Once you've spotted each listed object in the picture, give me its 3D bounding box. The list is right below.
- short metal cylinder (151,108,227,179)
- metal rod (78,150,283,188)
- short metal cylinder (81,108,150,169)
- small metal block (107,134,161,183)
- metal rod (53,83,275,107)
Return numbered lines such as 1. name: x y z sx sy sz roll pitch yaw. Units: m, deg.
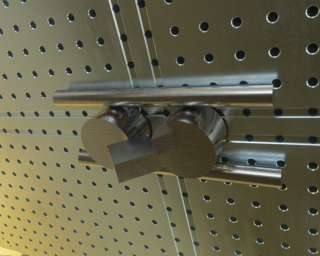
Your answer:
1. short metal cylinder: 0.036 0.015 0.381 0.080 0.050 0.079 13 124 21
2. metal rod: 0.010 0.053 0.434 0.301 0.025 0.025 2 120 27
3. short metal cylinder: -0.061 0.011 0.429 0.080 0.050 0.079 13 124 21
4. small metal block: -0.032 0.035 0.369 0.050 0.050 0.025 -16 116 -12
5. metal rod: -0.015 -0.039 0.390 0.301 0.025 0.025 2 119 27
